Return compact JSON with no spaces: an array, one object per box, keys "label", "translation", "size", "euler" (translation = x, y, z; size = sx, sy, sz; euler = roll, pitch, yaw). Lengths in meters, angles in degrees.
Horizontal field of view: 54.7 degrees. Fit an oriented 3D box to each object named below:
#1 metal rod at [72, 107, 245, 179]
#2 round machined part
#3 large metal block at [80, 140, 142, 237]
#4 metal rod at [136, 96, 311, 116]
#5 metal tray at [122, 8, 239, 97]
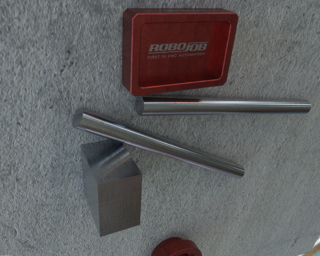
[{"label":"metal rod","translation":[0.021,0.031,0.439],"size":[0.302,0.025,0.025],"euler":[21,107,-36]},{"label":"round machined part","translation":[0.023,0.236,0.557],"size":[0.099,0.042,0.097],"euler":[-14,125,-21]},{"label":"large metal block","translation":[-0.062,0.070,0.382],"size":[0.050,0.080,0.079],"euler":[-10,123,-23]},{"label":"metal rod","translation":[0.109,-0.031,0.448],"size":[0.303,0.025,0.025],"euler":[-2,119,-28]},{"label":"metal tray","translation":[0.023,-0.090,0.361],"size":[0.131,0.030,0.089],"euler":[-10,123,-24]}]
